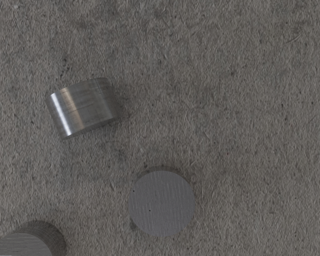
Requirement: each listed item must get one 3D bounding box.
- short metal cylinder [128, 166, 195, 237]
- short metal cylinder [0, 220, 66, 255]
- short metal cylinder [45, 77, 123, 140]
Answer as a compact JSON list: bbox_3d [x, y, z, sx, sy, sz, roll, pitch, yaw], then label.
[{"bbox_3d":[0.002,0.091,0.397,0.081,0.050,0.080,0,90,0],"label":"short metal cylinder"},{"bbox_3d":[-0.167,0.165,0.396,0.081,0.050,0.080,0,90,0],"label":"short metal cylinder"},{"bbox_3d":[-0.092,-0.023,0.382,0.080,0.080,0.050,-22,90,0],"label":"short metal cylinder"}]
